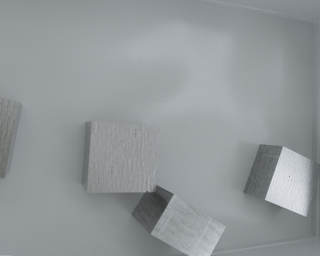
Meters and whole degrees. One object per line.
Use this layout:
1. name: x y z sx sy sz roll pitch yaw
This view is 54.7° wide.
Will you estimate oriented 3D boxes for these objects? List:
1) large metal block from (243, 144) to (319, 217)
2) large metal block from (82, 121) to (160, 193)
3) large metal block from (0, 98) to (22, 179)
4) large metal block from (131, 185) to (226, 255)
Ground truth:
1. large metal block: 0.185 0.078 0.468 0.080 0.050 0.080 24 82 -19
2. large metal block: -0.049 0.034 0.380 0.081 0.050 0.080 4 89 -20
3. large metal block: -0.197 0.005 0.325 0.081 0.050 0.080 10 87 -20
4. large metal block: 0.020 0.116 0.390 0.080 0.080 0.050 35 79 -17
